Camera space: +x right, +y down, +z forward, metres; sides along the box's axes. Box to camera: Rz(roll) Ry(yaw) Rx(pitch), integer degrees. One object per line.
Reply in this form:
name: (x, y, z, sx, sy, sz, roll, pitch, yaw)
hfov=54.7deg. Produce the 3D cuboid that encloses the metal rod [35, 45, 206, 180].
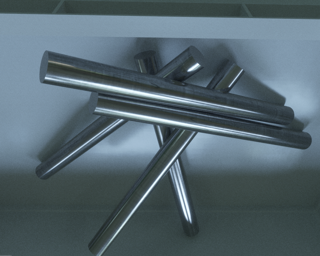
metal rod: (-0.069, -0.002, 0.381, 0.299, 0.025, 0.025, -33, 124, 33)

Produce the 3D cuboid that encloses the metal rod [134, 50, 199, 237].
metal rod: (0.017, 0.042, 0.419, 0.025, 0.025, 0.298, -10, 122, 8)

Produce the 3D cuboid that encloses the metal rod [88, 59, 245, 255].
metal rod: (0.000, 0.046, 0.385, 0.025, 0.025, 0.299, 31, 104, -24)

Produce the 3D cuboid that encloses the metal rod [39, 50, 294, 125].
metal rod: (0.037, -0.031, 0.317, 0.302, 0.025, 0.025, 7, 133, -34)

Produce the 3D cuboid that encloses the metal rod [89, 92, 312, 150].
metal rod: (0.069, -0.003, 0.354, 0.302, 0.025, 0.025, 9, 132, -30)
